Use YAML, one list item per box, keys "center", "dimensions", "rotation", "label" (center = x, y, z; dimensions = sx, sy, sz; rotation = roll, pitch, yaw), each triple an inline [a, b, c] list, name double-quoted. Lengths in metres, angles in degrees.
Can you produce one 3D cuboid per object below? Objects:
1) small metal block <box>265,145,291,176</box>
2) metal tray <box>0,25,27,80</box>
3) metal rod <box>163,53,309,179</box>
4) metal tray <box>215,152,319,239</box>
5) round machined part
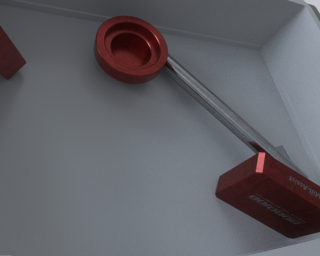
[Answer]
- center: [0.173, 0.058, 0.466]
  dimensions: [0.050, 0.025, 0.050]
  rotation: [-12, 68, -33]
  label: "small metal block"
- center: [-0.190, -0.104, 0.300]
  dimensions: [0.090, 0.130, 0.030]
  rotation: [41, 77, -1]
  label: "metal tray"
- center: [0.087, -0.026, 0.451]
  dimensions: [0.300, 0.025, 0.025]
  rotation: [43, 50, 9]
  label: "metal rod"
- center: [0.149, 0.090, 0.391]
  dimensions: [0.130, 0.090, 0.030]
  rotation: [31, 52, -9]
  label: "metal tray"
- center: [-0.042, -0.103, 0.430]
  dimensions: [0.099, 0.042, 0.098]
  rotation: [8, 65, -17]
  label: "round machined part"
